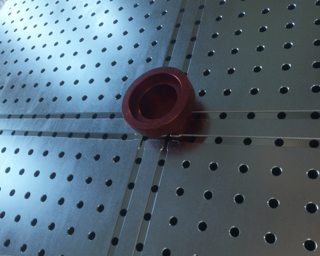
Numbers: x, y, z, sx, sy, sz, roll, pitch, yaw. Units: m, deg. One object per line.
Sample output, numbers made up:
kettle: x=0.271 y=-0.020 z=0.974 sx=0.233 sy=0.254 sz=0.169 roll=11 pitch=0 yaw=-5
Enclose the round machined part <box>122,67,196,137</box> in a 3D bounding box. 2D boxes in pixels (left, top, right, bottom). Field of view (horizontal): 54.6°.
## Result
round machined part: x=0.002 y=-0.031 z=0.417 sx=0.098 sy=0.042 sz=0.098 roll=-13 pitch=56 yaw=21
